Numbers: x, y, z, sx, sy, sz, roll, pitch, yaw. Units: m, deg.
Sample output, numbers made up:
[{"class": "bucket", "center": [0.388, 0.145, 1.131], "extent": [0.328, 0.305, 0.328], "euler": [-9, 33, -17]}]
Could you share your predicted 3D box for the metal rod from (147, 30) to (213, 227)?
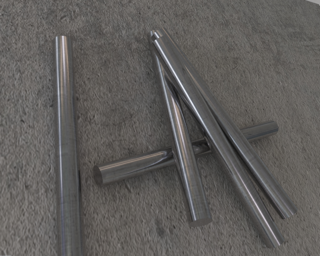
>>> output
[{"class": "metal rod", "center": [0.017, -0.024, 0.402], "extent": [0.025, 0.025, 0.299], "euler": [7, 51, -25]}]

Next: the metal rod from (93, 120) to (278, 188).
[{"class": "metal rod", "center": [0.057, 0.026, 0.418], "extent": [0.303, 0.025, 0.025], "euler": [-12, 68, -33]}]

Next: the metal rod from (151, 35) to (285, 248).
[{"class": "metal rod", "center": [0.073, 0.016, 0.399], "extent": [0.025, 0.025, 0.299], "euler": [-28, 88, -37]}]

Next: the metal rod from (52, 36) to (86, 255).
[{"class": "metal rod", "center": [-0.101, 0.021, 0.336], "extent": [0.025, 0.025, 0.299], "euler": [3, 60, -27]}]

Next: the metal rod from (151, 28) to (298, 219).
[{"class": "metal rod", "center": [0.083, -0.011, 0.419], "extent": [0.025, 0.025, 0.299], "euler": [-29, 81, -37]}]
